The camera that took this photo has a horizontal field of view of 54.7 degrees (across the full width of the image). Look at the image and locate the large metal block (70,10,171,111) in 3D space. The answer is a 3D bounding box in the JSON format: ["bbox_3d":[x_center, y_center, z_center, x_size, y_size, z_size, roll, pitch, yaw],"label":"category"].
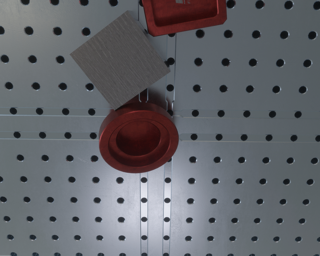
[{"bbox_3d":[-0.044,-0.081,0.370,0.080,0.050,0.080,-34,107,11],"label":"large metal block"}]

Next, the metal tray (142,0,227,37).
[{"bbox_3d":[0.020,-0.173,0.333,0.090,0.030,0.129,-10,122,3],"label":"metal tray"}]

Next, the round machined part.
[{"bbox_3d":[-0.028,0.008,0.397,0.099,0.042,0.097,-6,126,-8],"label":"round machined part"}]
